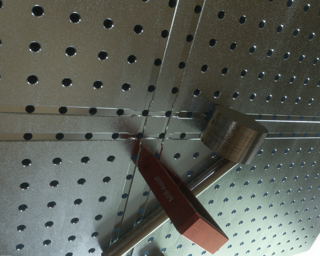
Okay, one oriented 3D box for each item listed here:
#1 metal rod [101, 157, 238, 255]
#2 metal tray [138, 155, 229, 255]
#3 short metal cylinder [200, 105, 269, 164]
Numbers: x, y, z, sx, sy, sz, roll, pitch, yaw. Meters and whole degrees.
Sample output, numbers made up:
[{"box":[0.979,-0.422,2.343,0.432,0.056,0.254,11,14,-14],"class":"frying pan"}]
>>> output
[{"box":[0.032,0.118,0.504,0.301,0.025,0.025,-38,130,-3],"class":"metal rod"},{"box":[0.029,0.102,0.424,0.030,0.130,0.090,-44,130,2],"class":"metal tray"},{"box":[0.105,0.008,0.440,0.081,0.080,0.050,11,113,-34],"class":"short metal cylinder"}]
